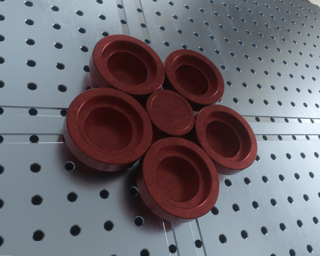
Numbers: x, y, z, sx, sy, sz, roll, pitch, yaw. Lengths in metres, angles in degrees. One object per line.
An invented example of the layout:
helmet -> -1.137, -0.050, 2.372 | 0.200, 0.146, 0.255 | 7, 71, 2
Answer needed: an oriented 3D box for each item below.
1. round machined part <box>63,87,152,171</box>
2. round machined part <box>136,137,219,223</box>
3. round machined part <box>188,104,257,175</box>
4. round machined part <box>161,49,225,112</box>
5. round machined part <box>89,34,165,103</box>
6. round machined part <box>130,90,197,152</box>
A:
round machined part -> -0.062, 0.005, 0.360 | 0.099, 0.042, 0.098 | 13, 56, -21
round machined part -> 0.017, 0.063, 0.367 | 0.099, 0.042, 0.098 | 13, 56, -21
round machined part -> 0.081, 0.019, 0.428 | 0.099, 0.042, 0.098 | 13, 56, -21
round machined part -> 0.043, -0.065, 0.459 | 0.099, 0.042, 0.098 | 13, 56, -21
round machined part -> -0.047, -0.074, 0.417 | 0.099, 0.042, 0.098 | 13, 56, -21
round machined part -> 0.006, -0.011, 0.406 | 0.099, 0.042, 0.098 | 13, 56, -21
